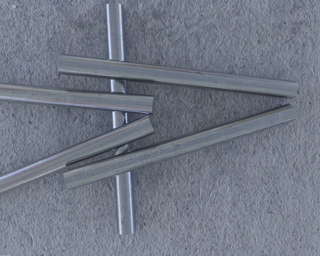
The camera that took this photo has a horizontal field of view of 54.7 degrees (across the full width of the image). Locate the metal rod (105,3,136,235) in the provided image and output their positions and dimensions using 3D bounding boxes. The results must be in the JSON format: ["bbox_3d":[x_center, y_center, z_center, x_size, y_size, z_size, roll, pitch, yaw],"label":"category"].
[{"bbox_3d":[-0.052,-0.012,0.410,0.025,0.025,0.298,-3,90,-1],"label":"metal rod"}]

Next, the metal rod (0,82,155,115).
[{"bbox_3d":[-0.157,-0.042,0.395,0.302,0.025,0.025,5,90,5],"label":"metal rod"}]

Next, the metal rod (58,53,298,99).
[{"bbox_3d":[0.028,-0.065,0.395,0.302,0.025,0.025,5,90,-7],"label":"metal rod"}]

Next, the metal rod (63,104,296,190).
[{"bbox_3d":[0.030,0.022,0.396,0.302,0.025,0.025,-16,90,-7],"label":"metal rod"}]

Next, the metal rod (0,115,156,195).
[{"bbox_3d":[-0.149,0.050,0.395,0.301,0.025,0.025,-22,90,5],"label":"metal rod"}]
